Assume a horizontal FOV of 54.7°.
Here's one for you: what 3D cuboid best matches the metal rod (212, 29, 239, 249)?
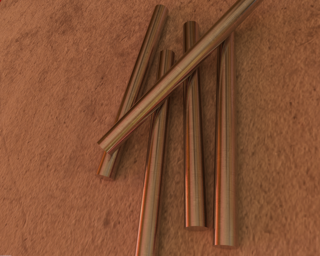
[{"bbox_3d":[0.079,-0.015,0.370,0.025,0.025,0.299,-7,58,24],"label":"metal rod"}]

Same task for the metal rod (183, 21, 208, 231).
[{"bbox_3d":[0.042,-0.025,0.395,0.025,0.025,0.299,-11,57,22],"label":"metal rod"}]

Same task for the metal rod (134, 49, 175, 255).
[{"bbox_3d":[-0.003,0.021,0.390,0.025,0.025,0.299,-8,58,24],"label":"metal rod"}]

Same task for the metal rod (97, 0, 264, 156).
[{"bbox_3d":[0.034,-0.081,0.400,0.300,0.025,0.025,-46,51,-4],"label":"metal rod"}]

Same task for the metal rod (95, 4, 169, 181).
[{"bbox_3d":[-0.035,-0.067,0.461,0.025,0.025,0.300,2,62,29],"label":"metal rod"}]
